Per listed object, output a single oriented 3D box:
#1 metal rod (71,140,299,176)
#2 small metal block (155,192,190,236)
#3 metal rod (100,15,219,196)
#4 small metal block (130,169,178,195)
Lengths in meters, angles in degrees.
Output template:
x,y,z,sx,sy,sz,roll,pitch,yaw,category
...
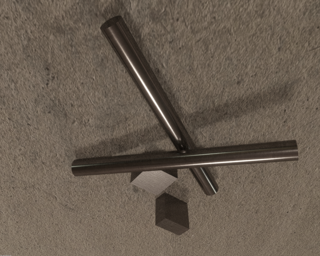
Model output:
x,y,z,sx,sy,sz,roll,pitch,yaw,category
0.020,0.043,0.412,0.301,0.025,0.025,-7,131,17,metal rod
0.020,0.142,0.512,0.050,0.050,0.025,32,123,-24,small metal block
0.015,-0.005,0.402,0.025,0.025,0.299,-21,128,16,metal rod
-0.009,0.070,0.467,0.050,0.025,0.050,29,124,-23,small metal block
